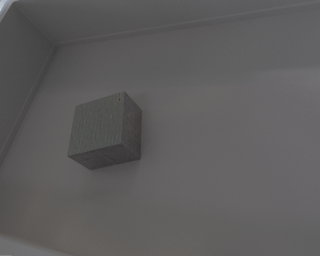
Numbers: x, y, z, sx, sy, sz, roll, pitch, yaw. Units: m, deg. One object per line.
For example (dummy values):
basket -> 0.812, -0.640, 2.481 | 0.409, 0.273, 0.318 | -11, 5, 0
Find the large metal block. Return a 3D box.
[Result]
large metal block -> -0.073, 0.005, 0.426 | 0.080, 0.050, 0.080 | -14, 56, 20
